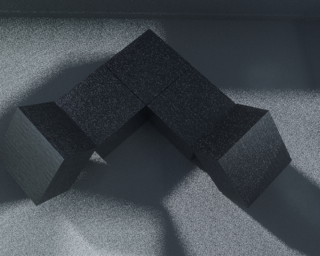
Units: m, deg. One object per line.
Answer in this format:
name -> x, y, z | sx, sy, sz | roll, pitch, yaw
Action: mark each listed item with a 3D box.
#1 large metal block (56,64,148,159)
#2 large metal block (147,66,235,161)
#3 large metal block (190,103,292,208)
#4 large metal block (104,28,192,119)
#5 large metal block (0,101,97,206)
large metal block -> -0.074, -0.020, 0.401 | 0.080, 0.050, 0.080 | -42, 76, -14
large metal block -> 0.041, -0.018, 0.401 | 0.080, 0.050, 0.080 | -42, 76, -14
large metal block -> 0.096, 0.030, 0.361 | 0.080, 0.050, 0.080 | -42, 119, -14
large metal block -> -0.015, -0.073, 0.421 | 0.080, 0.050, 0.080 | -42, 76, -14
large metal block -> -0.133, 0.028, 0.360 | 0.080, 0.050, 0.080 | 44, 118, 14
